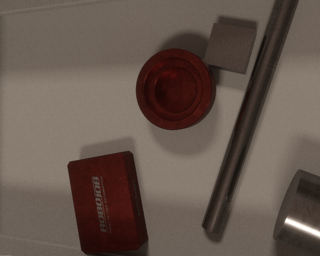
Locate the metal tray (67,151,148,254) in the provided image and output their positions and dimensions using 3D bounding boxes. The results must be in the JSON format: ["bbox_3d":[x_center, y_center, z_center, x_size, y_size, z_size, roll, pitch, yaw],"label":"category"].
[{"bbox_3d":[-0.074,0.103,0.433,0.090,0.030,0.129,-12,86,19],"label":"metal tray"}]

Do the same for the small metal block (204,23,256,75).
[{"bbox_3d":[0.086,-0.097,0.380,0.050,0.025,0.050,16,95,18],"label":"small metal block"}]

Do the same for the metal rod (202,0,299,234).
[{"bbox_3d":[0.107,-0.016,0.372,0.025,0.025,0.298,19,96,18],"label":"metal rod"}]

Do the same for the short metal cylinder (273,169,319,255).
[{"bbox_3d":[0.159,0.090,0.326,0.050,0.080,0.080,21,97,18],"label":"short metal cylinder"}]

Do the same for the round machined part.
[{"bbox_3d":[0.023,-0.047,0.389,0.098,0.042,0.097,2,94,24],"label":"round machined part"}]
